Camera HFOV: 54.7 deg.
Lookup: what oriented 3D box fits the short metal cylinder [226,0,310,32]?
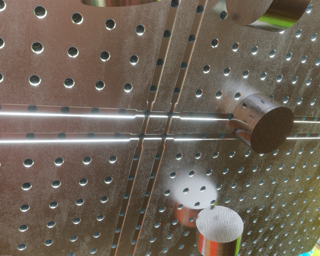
[{"bbox_3d":[0.120,-0.152,0.347,0.050,0.080,0.079,0,119,-29],"label":"short metal cylinder"}]

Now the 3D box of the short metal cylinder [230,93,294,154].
[{"bbox_3d":[0.156,-0.007,0.475,0.081,0.050,0.079,-14,124,-21],"label":"short metal cylinder"}]

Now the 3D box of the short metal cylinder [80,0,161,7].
[{"bbox_3d":[-0.033,-0.141,0.270,0.081,0.080,0.050,-17,125,-19],"label":"short metal cylinder"}]

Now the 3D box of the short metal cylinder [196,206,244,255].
[{"bbox_3d":[0.103,0.185,0.546,0.081,0.080,0.050,-15,125,-20],"label":"short metal cylinder"}]
